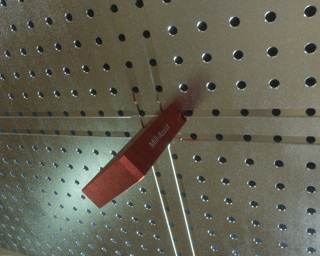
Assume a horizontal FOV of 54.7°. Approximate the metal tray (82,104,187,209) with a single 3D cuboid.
[{"bbox_3d":[-0.027,0.030,0.375,0.030,0.131,0.090,47,129,-4],"label":"metal tray"}]
